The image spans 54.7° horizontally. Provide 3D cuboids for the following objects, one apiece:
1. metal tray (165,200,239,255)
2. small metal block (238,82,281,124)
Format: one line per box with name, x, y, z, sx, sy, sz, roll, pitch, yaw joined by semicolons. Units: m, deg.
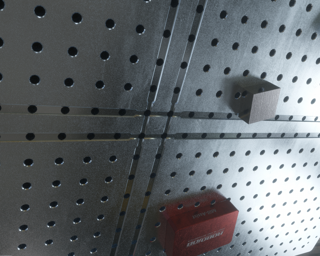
metal tray;0.076;0.189;0.567;0.131;0.030;0.089;-11;123;-23
small metal block;0.150;-0.038;0.470;0.050;0.025;0.050;-14;124;-21
